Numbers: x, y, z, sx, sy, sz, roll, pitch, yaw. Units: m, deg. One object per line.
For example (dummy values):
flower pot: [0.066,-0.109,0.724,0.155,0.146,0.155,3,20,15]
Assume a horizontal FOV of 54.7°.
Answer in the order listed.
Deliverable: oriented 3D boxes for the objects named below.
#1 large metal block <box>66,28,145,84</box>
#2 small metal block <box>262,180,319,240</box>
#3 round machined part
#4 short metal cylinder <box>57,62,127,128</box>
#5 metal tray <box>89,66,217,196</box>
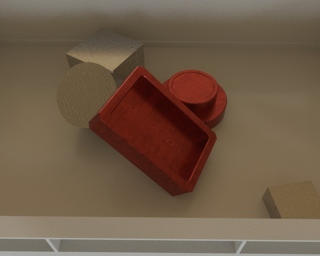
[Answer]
large metal block: [-0.080,-0.101,0.472,0.080,0.050,0.080,26,54,19]
small metal block: [0.146,0.088,0.333,0.050,0.025,0.050,-7,51,-7]
round machined part: [0.044,-0.044,0.431,0.099,0.042,0.098,0,50,0]
short metal cylinder: [-0.082,-0.038,0.394,0.080,0.050,0.080,-1,87,16]
metal tray: [-0.002,0.004,0.352,0.130,0.030,0.090,41,53,-13]
